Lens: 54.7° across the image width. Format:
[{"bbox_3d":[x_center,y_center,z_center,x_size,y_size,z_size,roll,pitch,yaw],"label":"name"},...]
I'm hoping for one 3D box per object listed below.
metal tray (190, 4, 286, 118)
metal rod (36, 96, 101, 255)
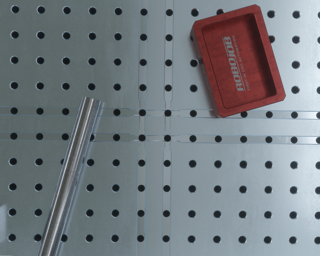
[{"bbox_3d":[0.102,-0.086,0.412,0.091,0.030,0.129,-16,90,-1],"label":"metal tray"},{"bbox_3d":[-0.132,0.104,0.411,0.025,0.025,0.298,16,90,-1],"label":"metal rod"}]
